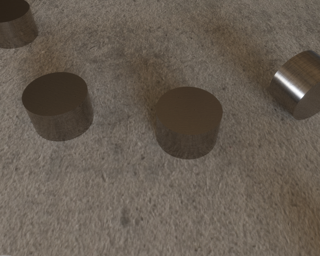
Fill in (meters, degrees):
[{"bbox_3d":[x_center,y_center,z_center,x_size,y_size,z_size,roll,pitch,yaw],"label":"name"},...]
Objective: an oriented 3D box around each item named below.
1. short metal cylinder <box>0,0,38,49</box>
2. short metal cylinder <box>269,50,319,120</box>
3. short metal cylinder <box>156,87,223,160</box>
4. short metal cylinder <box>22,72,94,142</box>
[{"bbox_3d":[-0.260,-0.182,0.536,0.081,0.050,0.080,0,50,0],"label":"short metal cylinder"},{"bbox_3d":[0.197,-0.057,0.418,0.081,0.080,0.050,-20,53,-17],"label":"short metal cylinder"},{"bbox_3d":[0.035,-0.007,0.393,0.081,0.050,0.080,0,50,0],"label":"short metal cylinder"},{"bbox_3d":[-0.132,-0.029,0.410,0.081,0.050,0.080,0,50,0],"label":"short metal cylinder"}]
